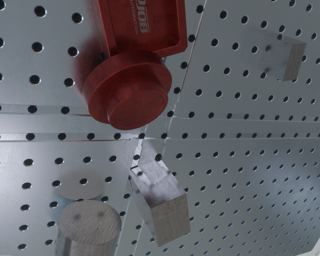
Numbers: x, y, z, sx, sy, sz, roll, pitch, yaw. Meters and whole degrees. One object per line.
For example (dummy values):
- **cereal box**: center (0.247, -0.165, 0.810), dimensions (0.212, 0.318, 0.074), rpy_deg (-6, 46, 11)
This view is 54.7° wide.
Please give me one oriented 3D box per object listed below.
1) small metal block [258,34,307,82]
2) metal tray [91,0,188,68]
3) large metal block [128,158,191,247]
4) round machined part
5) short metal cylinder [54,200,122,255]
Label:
- **small metal block**: center (0.166, -0.098, 0.425), dimensions (0.025, 0.050, 0.050), rpy_deg (-11, 123, -22)
- **metal tray**: center (-0.022, -0.133, 0.313), dimensions (0.091, 0.030, 0.129), rpy_deg (-20, 126, -17)
- **large metal block**: center (-0.001, 0.104, 0.439), dimensions (0.050, 0.080, 0.080), rpy_deg (-20, 126, -17)
- **round machined part**: center (-0.030, -0.034, 0.339), dimensions (0.099, 0.042, 0.098), rpy_deg (-22, 152, -12)
- **short metal cylinder**: center (-0.095, 0.141, 0.411), dimensions (0.081, 0.080, 0.050), rpy_deg (1, 118, -29)
